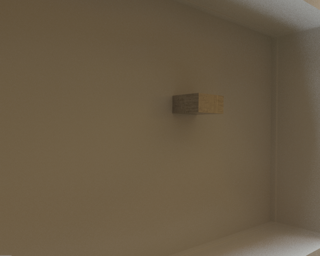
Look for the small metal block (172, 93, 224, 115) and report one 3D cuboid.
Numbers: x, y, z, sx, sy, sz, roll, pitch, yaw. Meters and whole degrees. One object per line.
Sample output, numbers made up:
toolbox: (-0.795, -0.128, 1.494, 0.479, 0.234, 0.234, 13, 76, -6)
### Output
small metal block: (0.053, -0.033, 0.433, 0.050, 0.050, 0.025, 1, 90, -40)
